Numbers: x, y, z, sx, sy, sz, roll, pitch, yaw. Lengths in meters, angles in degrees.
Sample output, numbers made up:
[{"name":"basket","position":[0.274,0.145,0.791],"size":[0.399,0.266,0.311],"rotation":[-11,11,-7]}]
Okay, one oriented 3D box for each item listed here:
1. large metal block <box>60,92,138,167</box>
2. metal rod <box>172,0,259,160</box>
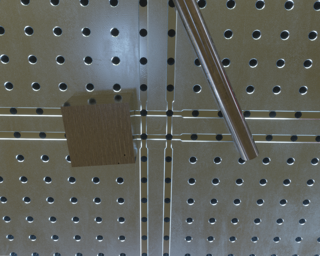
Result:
[{"name":"large metal block","position":[-0.074,0.001,0.400],"size":[0.080,0.050,0.079],"rotation":[-4,110,1]},{"name":"metal rod","position":[0.059,-0.088,0.381],"size":[0.025,0.025,0.299],"rotation":[-25,109,9]}]
